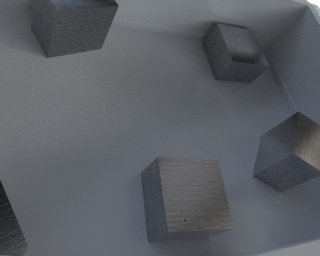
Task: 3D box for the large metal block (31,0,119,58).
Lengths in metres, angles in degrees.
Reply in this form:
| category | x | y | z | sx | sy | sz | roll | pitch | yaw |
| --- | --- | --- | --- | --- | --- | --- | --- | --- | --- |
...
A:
| category | x | y | z | sx | sy | sz | roll | pitch | yaw |
| --- | --- | --- | --- | --- | --- | --- | --- | --- | --- |
| large metal block | -0.111 | -0.141 | 0.397 | 0.081 | 0.080 | 0.050 | -22 | 74 | -36 |

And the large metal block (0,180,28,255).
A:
| category | x | y | z | sx | sy | sz | roll | pitch | yaw |
| --- | --- | --- | --- | --- | --- | --- | --- | --- | --- |
| large metal block | -0.165 | 0.083 | 0.250 | 0.081 | 0.050 | 0.080 | -20 | 73 | -36 |

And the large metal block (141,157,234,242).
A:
| category | x | y | z | sx | sy | sz | roll | pitch | yaw |
| --- | --- | --- | --- | --- | --- | --- | --- | --- | --- |
| large metal block | 0.028 | 0.082 | 0.355 | 0.081 | 0.050 | 0.080 | 6 | 59 | -25 |

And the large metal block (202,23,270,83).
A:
| category | x | y | z | sx | sy | sz | roll | pitch | yaw |
| --- | --- | --- | --- | --- | --- | --- | --- | --- | --- |
| large metal block | 0.130 | -0.127 | 0.537 | 0.081 | 0.050 | 0.080 | 0 | 62 | -28 |

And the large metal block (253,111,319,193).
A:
| category | x | y | z | sx | sy | sz | roll | pitch | yaw |
| --- | --- | --- | --- | --- | --- | --- | --- | --- | --- |
| large metal block | 0.187 | 0.036 | 0.449 | 0.050 | 0.080 | 0.080 | 32 | 52 | -7 |
